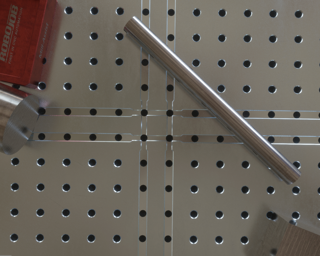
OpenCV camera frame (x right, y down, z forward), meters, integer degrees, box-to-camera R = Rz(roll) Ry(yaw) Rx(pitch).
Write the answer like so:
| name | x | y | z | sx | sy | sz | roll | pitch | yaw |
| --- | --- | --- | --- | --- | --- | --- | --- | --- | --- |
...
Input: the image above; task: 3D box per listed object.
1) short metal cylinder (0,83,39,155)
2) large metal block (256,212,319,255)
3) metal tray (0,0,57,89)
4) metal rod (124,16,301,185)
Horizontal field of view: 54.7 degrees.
| name | x | y | z | sx | sy | sz | roll | pitch | yaw |
| --- | --- | --- | --- | --- | --- | --- | --- | --- | --- |
| short metal cylinder | -0.194 | -0.013 | 0.384 | 0.050 | 0.080 | 0.080 | 21 | 90 | 0 |
| large metal block | 0.179 | 0.167 | 0.402 | 0.080 | 0.050 | 0.080 | 22 | 90 | 0 |
| metal tray | -0.198 | -0.125 | 0.409 | 0.091 | 0.030 | 0.129 | 12 | 90 | 0 |
| metal rod | 0.070 | -0.036 | 0.413 | 0.300 | 0.025 | 0.025 | 43 | 90 | 0 |
